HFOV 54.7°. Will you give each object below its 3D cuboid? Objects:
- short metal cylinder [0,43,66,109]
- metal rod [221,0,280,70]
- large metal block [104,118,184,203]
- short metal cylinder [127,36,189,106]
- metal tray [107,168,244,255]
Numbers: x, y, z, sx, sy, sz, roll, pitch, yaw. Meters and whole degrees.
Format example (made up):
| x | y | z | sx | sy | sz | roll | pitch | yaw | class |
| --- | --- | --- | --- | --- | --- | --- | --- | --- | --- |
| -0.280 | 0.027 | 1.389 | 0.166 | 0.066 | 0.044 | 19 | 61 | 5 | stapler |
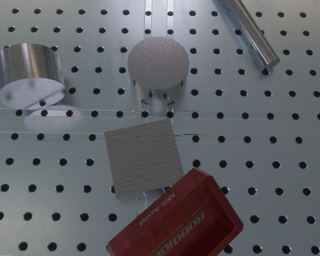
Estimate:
| x | y | z | sx | sy | sz | roll | pitch | yaw | class |
| --- | --- | --- | --- | --- | --- | --- | --- | --- | --- |
| -0.169 | -0.065 | 0.405 | 0.081 | 0.080 | 0.050 | -15 | 71 | -5 | short metal cylinder |
| 0.102 | -0.220 | 0.492 | 0.025 | 0.025 | 0.299 | -22 | 72 | -8 | metal rod |
| -0.018 | 0.042 | 0.383 | 0.081 | 0.050 | 0.080 | -12 | 71 | -5 | large metal block |
| -0.002 | -0.077 | 0.427 | 0.081 | 0.050 | 0.080 | 0 | 70 | 0 | short metal cylinder |
| 0.021 | 0.118 | 0.339 | 0.130 | 0.030 | 0.090 | -39 | 113 | -13 | metal tray |
